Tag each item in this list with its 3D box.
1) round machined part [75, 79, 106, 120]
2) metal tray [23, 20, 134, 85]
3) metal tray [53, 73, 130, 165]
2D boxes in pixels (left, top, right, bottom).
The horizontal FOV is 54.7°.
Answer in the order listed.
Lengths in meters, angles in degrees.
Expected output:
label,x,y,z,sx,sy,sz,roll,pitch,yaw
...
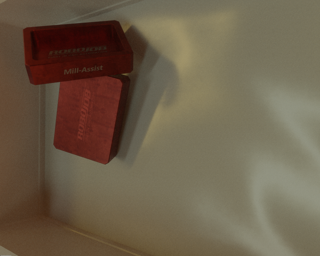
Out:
label,x,y,z,sx,sy,sz,roll,pitch,yaw
round machined part,-0.114,-0.038,0.487,0.098,0.042,0.097,0,90,39
metal tray,-0.110,-0.105,0.415,0.030,0.131,0.090,97,157,-46
metal tray,-0.100,-0.021,0.448,0.090,0.030,0.129,17,110,9
